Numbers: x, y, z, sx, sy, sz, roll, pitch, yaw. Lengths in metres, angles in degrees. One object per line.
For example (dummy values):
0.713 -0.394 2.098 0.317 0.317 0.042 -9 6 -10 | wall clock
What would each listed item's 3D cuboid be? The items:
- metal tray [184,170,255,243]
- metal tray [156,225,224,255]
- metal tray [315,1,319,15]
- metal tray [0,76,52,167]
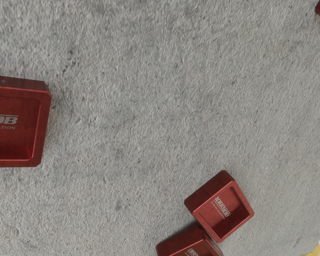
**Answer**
0.109 0.143 0.551 0.090 0.030 0.130 -38 129 -3 | metal tray
0.061 0.237 0.570 0.090 0.030 0.130 -29 130 6 | metal tray
0.287 -0.204 0.433 0.091 0.030 0.129 15 111 -35 | metal tray
-0.181 -0.006 0.300 0.131 0.030 0.089 4 117 -30 | metal tray
